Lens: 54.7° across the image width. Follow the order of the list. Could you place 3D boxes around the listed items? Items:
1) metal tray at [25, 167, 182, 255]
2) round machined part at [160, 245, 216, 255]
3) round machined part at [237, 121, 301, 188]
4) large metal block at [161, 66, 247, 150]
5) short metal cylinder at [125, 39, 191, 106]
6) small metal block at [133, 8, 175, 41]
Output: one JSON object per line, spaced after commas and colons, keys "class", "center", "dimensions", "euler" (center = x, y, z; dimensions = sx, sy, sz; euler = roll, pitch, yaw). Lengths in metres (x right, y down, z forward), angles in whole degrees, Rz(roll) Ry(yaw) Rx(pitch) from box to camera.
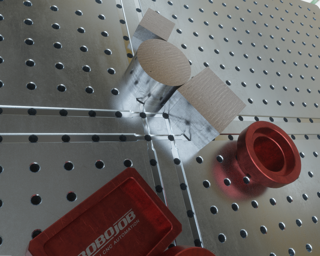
{"class": "metal tray", "center": [-0.050, 0.110, 0.310], "dimensions": [0.090, 0.030, 0.131], "euler": [49, 51, 6]}
{"class": "round machined part", "center": [0.019, 0.164, 0.296], "dimensions": [0.099, 0.042, 0.098], "euler": [11, 72, -36]}
{"class": "round machined part", "center": [0.153, 0.042, 0.454], "dimensions": [0.099, 0.042, 0.098], "euler": [14, 56, -21]}
{"class": "large metal block", "center": [0.063, -0.030, 0.444], "dimensions": [0.080, 0.050, 0.080], "euler": [46, 51, 4]}
{"class": "short metal cylinder", "center": [-0.004, -0.078, 0.438], "dimensions": [0.081, 0.050, 0.080], "euler": [14, 56, -21]}
{"class": "small metal block", "center": [-0.009, -0.159, 0.500], "dimensions": [0.050, 0.025, 0.050], "euler": [29, 52, -10]}
